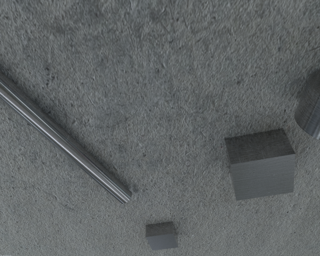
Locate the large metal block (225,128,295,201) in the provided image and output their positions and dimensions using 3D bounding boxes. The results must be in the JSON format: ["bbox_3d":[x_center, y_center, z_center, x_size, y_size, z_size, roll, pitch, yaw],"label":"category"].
[{"bbox_3d":[0.140,0.053,0.438,0.080,0.050,0.080,-11,130,8],"label":"large metal block"}]

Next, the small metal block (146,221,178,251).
[{"bbox_3d":[0.004,0.203,0.580,0.050,0.025,0.050,-10,130,8],"label":"small metal block"}]

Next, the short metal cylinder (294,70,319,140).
[{"bbox_3d":[0.203,-0.025,0.353,0.081,0.080,0.050,2,130,-2],"label":"short metal cylinder"}]

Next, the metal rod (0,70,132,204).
[{"bbox_3d":[-0.133,0.015,0.417,0.025,0.025,0.300,-25,126,19],"label":"metal rod"}]
